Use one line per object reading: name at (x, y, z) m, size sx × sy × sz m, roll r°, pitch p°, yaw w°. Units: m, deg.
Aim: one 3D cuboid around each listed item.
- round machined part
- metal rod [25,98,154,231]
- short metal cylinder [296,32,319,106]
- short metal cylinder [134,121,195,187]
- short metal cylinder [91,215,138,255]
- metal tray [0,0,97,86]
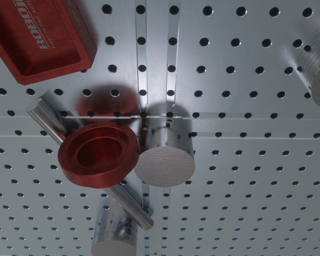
round machined part at (-0.075, 0.038, 0.395) m, size 0.099 × 0.098 × 0.042 m, roll -4°, pitch 129°, yaw 3°
metal rod at (-0.090, 0.073, 0.472) m, size 0.025 × 0.025 × 0.299 m, roll -21°, pitch 127°, yaw 17°
short metal cylinder at (0.200, -0.065, 0.342) m, size 0.081 × 0.050 × 0.079 m, roll 0°, pitch 130°, yaw 0°
short metal cylinder at (0.006, 0.037, 0.426) m, size 0.081 × 0.050 × 0.079 m, roll 0°, pitch 130°, yaw 0°
short metal cylinder at (-0.082, 0.204, 0.568) m, size 0.081 × 0.050 × 0.079 m, roll 0°, pitch 130°, yaw 0°
metal tray at (-0.132, -0.112, 0.311) m, size 0.090 × 0.030 × 0.129 m, roll -13°, pitch 129°, yaw 10°
